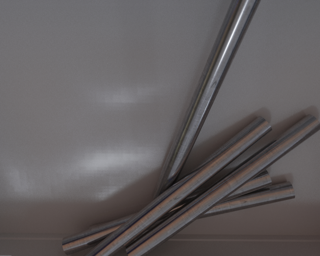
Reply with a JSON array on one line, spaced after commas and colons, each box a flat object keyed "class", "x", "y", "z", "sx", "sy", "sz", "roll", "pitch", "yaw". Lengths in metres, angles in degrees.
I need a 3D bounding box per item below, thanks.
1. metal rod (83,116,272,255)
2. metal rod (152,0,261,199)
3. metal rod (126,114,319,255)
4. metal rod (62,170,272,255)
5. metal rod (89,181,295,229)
[{"class": "metal rod", "x": 0.022, "y": 0.087, "z": 0.412, "sx": 0.300, "sy": 0.025, "sz": 0.025, "roll": -39, "pitch": 106, "yaw": 0}, {"class": "metal rod", "x": 0.043, "y": -0.016, "z": 0.365, "sx": 0.025, "sy": 0.025, "sz": 0.298, "roll": 16, "pitch": 125, "yaw": -6}, {"class": "metal rod", "x": 0.083, "y": 0.080, "z": 0.411, "sx": 0.301, "sy": 0.025, "sz": 0.025, "roll": -36, "pitch": 107, "yaw": 0}, {"class": "metal rod", "x": 0.009, "y": 0.118, "z": 0.437, "sx": 0.301, "sy": 0.025, "sz": 0.025, "roll": -19, "pitch": 109, "yaw": 1}, {"class": "metal rod", "x": 0.043, "y": 0.124, "z": 0.457, "sx": 0.301, "sy": 0.025, "sz": 0.025, "roll": -14, "pitch": 110, "yaw": 4}]
